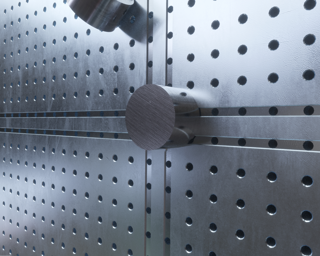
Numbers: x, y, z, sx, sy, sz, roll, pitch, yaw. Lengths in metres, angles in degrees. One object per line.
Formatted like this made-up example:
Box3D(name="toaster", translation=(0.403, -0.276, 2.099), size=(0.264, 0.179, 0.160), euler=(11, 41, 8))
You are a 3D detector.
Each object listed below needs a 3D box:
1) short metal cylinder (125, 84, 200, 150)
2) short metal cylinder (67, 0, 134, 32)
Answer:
Box3D(name="short metal cylinder", translation=(0.002, -0.013, 0.391), size=(0.080, 0.050, 0.079), euler=(0, 90, 40))
Box3D(name="short metal cylinder", translation=(-0.085, -0.185, 0.444), size=(0.050, 0.081, 0.080), euler=(-45, 63, 31))
